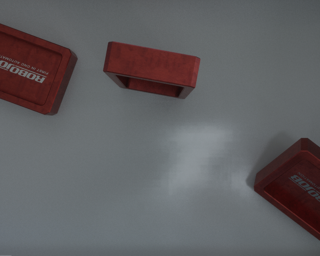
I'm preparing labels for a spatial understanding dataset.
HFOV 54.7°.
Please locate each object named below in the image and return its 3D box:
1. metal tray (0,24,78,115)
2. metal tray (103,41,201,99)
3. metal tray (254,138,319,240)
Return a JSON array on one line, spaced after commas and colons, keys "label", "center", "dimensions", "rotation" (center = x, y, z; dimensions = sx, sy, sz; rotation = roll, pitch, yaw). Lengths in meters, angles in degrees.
[{"label": "metal tray", "center": [-0.187, -0.079, 0.407], "dimensions": [0.131, 0.030, 0.090], "rotation": [20, 90, 0]}, {"label": "metal tray", "center": [-0.008, -0.061, 0.359], "dimensions": [0.091, 0.130, 0.030], "rotation": [10, 90, 0]}, {"label": "metal tray", "center": [0.197, 0.083, 0.385], "dimensions": [0.130, 0.030, 0.089], "rotation": [37, 127, 0]}]
